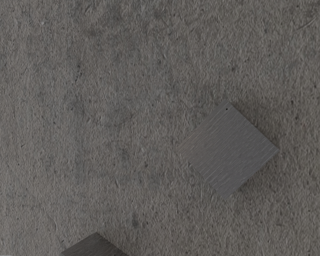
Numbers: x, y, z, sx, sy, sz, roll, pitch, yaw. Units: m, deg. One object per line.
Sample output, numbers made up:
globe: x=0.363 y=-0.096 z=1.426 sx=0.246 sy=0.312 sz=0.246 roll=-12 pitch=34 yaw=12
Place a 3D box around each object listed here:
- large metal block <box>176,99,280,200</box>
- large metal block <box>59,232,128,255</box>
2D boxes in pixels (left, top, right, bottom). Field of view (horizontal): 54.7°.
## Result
large metal block: x=0.081 y=0.023 z=0.367 sx=0.080 sy=0.050 sz=0.080 roll=47 pitch=104 yaw=14
large metal block: x=-0.086 y=0.194 z=0.410 sx=0.080 sy=0.080 sz=0.050 roll=30 pitch=100 yaw=17
